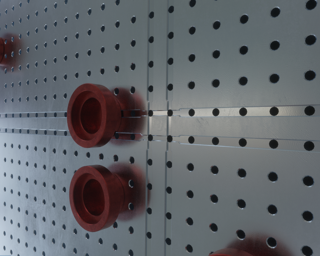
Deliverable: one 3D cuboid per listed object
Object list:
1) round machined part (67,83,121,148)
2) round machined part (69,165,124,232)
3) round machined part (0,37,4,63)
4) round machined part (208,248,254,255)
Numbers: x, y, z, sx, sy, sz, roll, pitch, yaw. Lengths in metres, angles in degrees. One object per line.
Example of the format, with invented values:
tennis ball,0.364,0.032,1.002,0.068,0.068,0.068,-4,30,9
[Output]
round machined part,-0.098,-0.019,0.481,0.098,0.042,0.097,0,90,40
round machined part,-0.093,0.105,0.477,0.098,0.042,0.097,0,90,40
round machined part,-0.409,-0.188,0.739,0.098,0.042,0.097,0,90,40
round machined part,0.085,0.177,0.329,0.098,0.042,0.097,0,90,40
